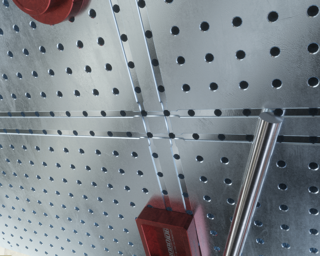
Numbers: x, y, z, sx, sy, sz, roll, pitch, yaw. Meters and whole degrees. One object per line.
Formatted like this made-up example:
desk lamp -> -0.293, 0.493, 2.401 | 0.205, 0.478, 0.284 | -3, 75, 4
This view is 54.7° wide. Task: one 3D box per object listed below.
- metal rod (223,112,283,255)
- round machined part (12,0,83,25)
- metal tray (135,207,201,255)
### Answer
metal rod -> 0.114, 0.113, 0.420 | 0.025, 0.025, 0.298 | 16, 125, 19
round machined part -> -0.144, -0.173, 0.369 | 0.098, 0.042, 0.097 | 13, 124, 21
metal tray -> 0.017, 0.197, 0.520 | 0.090, 0.030, 0.129 | 2, 120, 27
